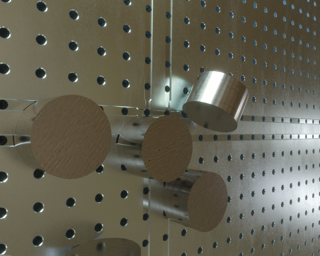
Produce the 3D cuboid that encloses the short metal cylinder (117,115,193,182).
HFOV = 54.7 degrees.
[{"bbox_3d":[-0.005,0.024,0.388,0.081,0.050,0.079,0,90,-40],"label":"short metal cylinder"}]

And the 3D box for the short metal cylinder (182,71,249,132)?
[{"bbox_3d":[0.079,-0.036,0.439,0.080,0.080,0.050,39,66,-33],"label":"short metal cylinder"}]

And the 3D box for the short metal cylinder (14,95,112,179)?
[{"bbox_3d":[-0.097,0.008,0.311,0.081,0.050,0.079,0,90,-40],"label":"short metal cylinder"}]

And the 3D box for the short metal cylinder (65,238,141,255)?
[{"bbox_3d":[-0.058,0.156,0.324,0.081,0.080,0.050,-7,95,-40],"label":"short metal cylinder"}]

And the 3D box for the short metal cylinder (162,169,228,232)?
[{"bbox_3d":[0.050,0.099,0.434,0.081,0.050,0.079,0,90,-40],"label":"short metal cylinder"}]
